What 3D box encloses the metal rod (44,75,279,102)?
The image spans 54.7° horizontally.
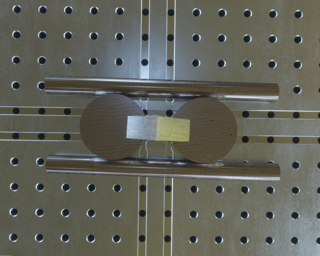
[{"bbox_3d":[0.003,-0.052,0.410,0.302,0.025,0.025,2,90,0],"label":"metal rod"}]

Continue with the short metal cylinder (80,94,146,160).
[{"bbox_3d":[-0.056,-0.002,0.397,0.081,0.050,0.079,0,90,0],"label":"short metal cylinder"}]

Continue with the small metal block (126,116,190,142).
[{"bbox_3d":[-0.002,0.001,0.351,0.050,0.050,0.025,4,89,-43],"label":"small metal block"}]

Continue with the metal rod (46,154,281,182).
[{"bbox_3d":[0.005,0.053,0.410,0.302,0.025,0.025,2,90,0],"label":"metal rod"}]

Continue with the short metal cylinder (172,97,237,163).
[{"bbox_3d":[0.053,0.003,0.398,0.081,0.050,0.079,0,90,0],"label":"short metal cylinder"}]
